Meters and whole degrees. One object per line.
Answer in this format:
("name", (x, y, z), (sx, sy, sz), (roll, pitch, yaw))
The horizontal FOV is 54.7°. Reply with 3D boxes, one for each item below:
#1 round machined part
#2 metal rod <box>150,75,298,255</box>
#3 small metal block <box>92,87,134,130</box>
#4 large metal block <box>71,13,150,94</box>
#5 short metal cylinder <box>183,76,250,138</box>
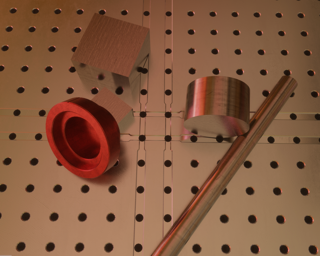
("round machined part", (-0.088, 0.009, 0.379), (0.098, 0.097, 0.042), (37, 35, 12))
("metal rod", (0.090, 0.046, 0.396), (0.025, 0.025, 0.300), (36, 74, 12))
("small metal block", (-0.072, -0.019, 0.418), (0.050, 0.025, 0.050), (38, 74, 12))
("large metal block", (-0.065, -0.104, 0.436), (0.080, 0.050, 0.080), (18, 71, 6))
("short metal cylinder", (0.072, -0.024, 0.392), (0.080, 0.080, 0.050), (6, 70, 2))
